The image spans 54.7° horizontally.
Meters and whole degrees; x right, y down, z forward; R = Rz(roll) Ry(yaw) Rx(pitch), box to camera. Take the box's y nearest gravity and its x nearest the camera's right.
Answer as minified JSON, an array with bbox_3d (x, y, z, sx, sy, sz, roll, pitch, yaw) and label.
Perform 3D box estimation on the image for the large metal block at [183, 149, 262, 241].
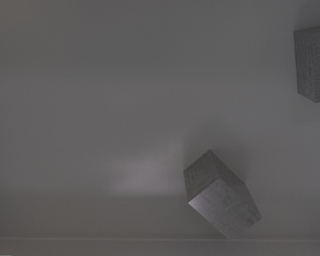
[{"bbox_3d":[0.080,0.087,0.415,0.050,0.080,0.080,-43,105,14],"label":"large metal block"}]

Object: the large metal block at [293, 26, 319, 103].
[{"bbox_3d":[0.213,-0.082,0.369,0.080,0.050,0.080,-12,110,4],"label":"large metal block"}]
